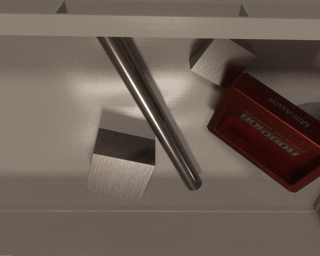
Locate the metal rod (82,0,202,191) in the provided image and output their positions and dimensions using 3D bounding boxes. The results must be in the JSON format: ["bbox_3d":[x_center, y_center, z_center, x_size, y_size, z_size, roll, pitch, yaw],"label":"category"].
[{"bbox_3d":[-0.006,-0.016,0.395,0.025,0.025,0.299,-19,128,15],"label":"metal rod"}]

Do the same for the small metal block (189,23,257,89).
[{"bbox_3d":[0.068,-0.078,0.344,0.050,0.025,0.050,25,126,-20],"label":"small metal block"}]

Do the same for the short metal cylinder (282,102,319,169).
[{"bbox_3d":[0.192,0.012,0.387,0.080,0.080,0.050,-14,129,11],"label":"short metal cylinder"}]

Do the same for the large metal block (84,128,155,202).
[{"bbox_3d":[-0.057,0.053,0.437,0.081,0.050,0.079,13,129,-11],"label":"large metal block"}]

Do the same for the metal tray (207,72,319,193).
[{"bbox_3d":[0.124,0.008,0.351,0.130,0.030,0.090,38,150,14],"label":"metal tray"}]
